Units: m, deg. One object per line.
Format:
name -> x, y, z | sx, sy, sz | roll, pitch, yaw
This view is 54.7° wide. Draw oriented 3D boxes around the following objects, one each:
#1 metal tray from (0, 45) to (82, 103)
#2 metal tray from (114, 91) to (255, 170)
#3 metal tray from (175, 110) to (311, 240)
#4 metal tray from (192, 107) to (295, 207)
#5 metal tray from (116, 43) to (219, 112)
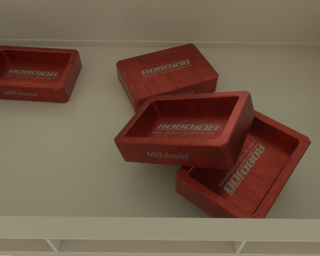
metal tray -> -0.195, -0.083, 0.469 | 0.131, 0.030, 0.090 | 4, 50, 2
metal tray -> 0.026, -0.001, 0.337 | 0.130, 0.030, 0.090 | 0, 38, 33
metal tray -> 0.089, 0.039, 0.330 | 0.090, 0.030, 0.131 | 32, 57, 24
metal tray -> 0.084, 0.025, 0.382 | 0.091, 0.030, 0.130 | -24, 54, -20
metal tray -> 0.010, -0.078, 0.468 | 0.131, 0.030, 0.090 | -17, 52, -15
